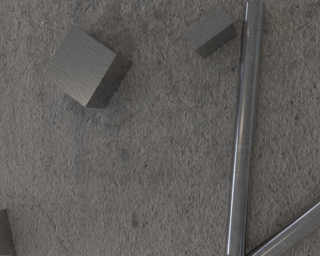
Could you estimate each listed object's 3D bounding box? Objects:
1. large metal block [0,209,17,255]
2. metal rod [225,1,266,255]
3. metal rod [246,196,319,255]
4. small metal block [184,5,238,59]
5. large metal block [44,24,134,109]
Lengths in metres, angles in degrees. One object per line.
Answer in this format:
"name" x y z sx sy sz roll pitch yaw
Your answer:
"large metal block" -0.280 0.179 0.479 0.050 0.080 0.080 -17 84 19
"metal rod" 0.102 0.002 0.372 0.025 0.025 0.298 5 92 20
"metal rod" 0.161 0.111 0.352 0.299 0.025 0.025 -45 76 14
"small metal block" 0.062 -0.113 0.374 0.050 0.050 0.025 -34 79 17
"large metal block" -0.098 -0.083 0.430 0.080 0.050 0.080 37 102 16
